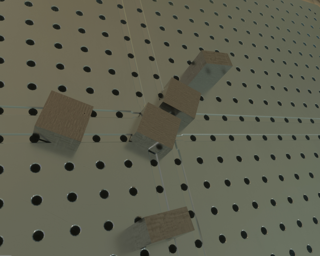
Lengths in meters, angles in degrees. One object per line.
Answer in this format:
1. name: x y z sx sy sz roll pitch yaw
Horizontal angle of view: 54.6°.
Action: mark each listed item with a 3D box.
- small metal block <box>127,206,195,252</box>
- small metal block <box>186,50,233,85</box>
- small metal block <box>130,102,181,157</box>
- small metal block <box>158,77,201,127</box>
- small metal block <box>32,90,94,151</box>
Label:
1. small metal block: 0.000 0.107 0.326 0.050 0.050 0.025 -5 65 -31
2. small metal block: 0.077 -0.095 0.491 0.050 0.050 0.025 -1 63 -29
3. small metal block: -0.005 0.002 0.404 0.050 0.025 0.050 27 52 -11
4. small metal block: 0.027 -0.037 0.445 0.050 0.025 0.050 27 52 -11
5. small metal block: -0.110 -0.008 0.354 0.050 0.025 0.050 22 54 -15
